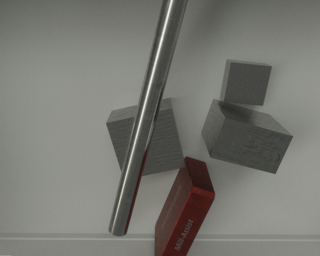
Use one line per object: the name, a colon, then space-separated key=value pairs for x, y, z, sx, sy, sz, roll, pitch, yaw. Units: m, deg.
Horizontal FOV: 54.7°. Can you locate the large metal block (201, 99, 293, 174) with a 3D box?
large metal block: x=0.103 y=0.008 z=0.386 sx=0.081 sy=0.080 sz=0.050 roll=15 pitch=109 yaw=-6

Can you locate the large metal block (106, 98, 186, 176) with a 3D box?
large metal block: x=-0.016 y=0.013 z=0.403 sx=0.080 sy=0.050 sz=0.079 roll=-12 pitch=110 yaw=4

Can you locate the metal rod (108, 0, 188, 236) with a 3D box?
metal rod: x=-0.017 y=-0.006 z=0.355 sx=0.025 sy=0.025 sz=0.298 roll=13 pitch=107 yaw=-5

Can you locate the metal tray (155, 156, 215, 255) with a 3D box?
metal tray: x=0.029 y=0.115 z=0.419 sx=0.030 sy=0.090 sz=0.129 roll=19 pitch=109 yaw=-7

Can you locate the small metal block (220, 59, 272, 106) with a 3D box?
small metal block: x=0.107 y=-0.058 z=0.392 sx=0.050 sy=0.025 sz=0.050 roll=5 pitch=110 yaw=-3
